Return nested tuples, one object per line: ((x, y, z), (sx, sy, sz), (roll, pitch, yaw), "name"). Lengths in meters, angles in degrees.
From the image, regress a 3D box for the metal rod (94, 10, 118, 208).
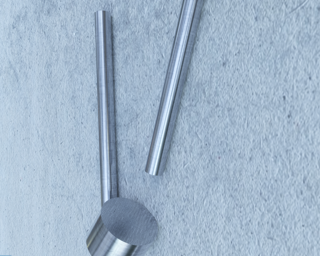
((-0.082, -0.027, 0.472), (0.025, 0.025, 0.298), (-4, 87, 40), "metal rod")

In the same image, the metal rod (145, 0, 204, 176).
((0.024, -0.085, 0.384), (0.025, 0.025, 0.298), (21, 103, 38), "metal rod")

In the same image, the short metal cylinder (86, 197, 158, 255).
((-0.050, 0.139, 0.411), (0.080, 0.081, 0.050), (43, 116, 31), "short metal cylinder")
